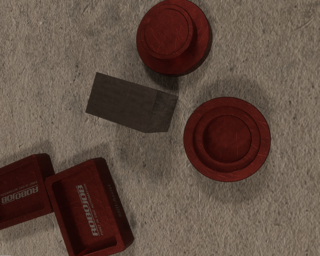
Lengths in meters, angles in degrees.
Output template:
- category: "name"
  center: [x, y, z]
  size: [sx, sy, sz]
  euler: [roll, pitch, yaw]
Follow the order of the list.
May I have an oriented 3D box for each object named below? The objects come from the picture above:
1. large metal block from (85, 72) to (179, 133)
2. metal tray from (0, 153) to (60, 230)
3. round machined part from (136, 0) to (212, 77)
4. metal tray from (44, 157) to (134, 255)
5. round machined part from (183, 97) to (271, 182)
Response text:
- category: "large metal block"
  center: [-0.032, -0.030, 0.390]
  size: [0.080, 0.080, 0.050]
  euler: [19, 96, 18]
- category: "metal tray"
  center: [-0.221, 0.102, 0.482]
  size: [0.130, 0.030, 0.090]
  euler: [-21, 83, 18]
- category: "round machined part"
  center: [0.014, -0.117, 0.394]
  size: [0.098, 0.042, 0.097]
  euler: [0, 90, 19]
- category: "metal tray"
  center: [-0.102, 0.117, 0.440]
  size: [0.090, 0.030, 0.129]
  euler: [-24, 82, 18]
- category: "round machined part"
  center: [0.081, 0.013, 0.371]
  size: [0.098, 0.042, 0.097]
  euler: [0, 90, 19]
